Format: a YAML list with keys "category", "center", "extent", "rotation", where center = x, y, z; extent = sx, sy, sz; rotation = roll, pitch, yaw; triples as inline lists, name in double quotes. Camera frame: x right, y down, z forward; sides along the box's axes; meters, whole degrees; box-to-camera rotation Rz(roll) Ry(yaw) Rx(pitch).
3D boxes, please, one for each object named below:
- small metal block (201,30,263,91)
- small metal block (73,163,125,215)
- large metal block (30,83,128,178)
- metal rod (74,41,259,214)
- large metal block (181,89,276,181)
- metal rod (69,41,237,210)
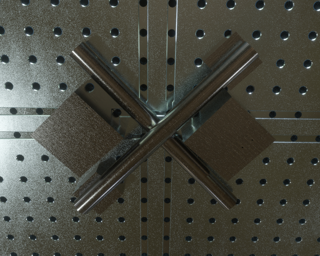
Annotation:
- category: "small metal block"
  center: [0.088, -0.084, 0.384]
  extent: [0.050, 0.025, 0.050]
  rotation: [-42, 105, 14]
- category: "small metal block"
  center: [-0.087, 0.088, 0.445]
  extent: [0.050, 0.025, 0.050]
  rotation: [43, 104, -14]
- category: "large metal block"
  center: [-0.101, 0.002, 0.400]
  extent: [0.080, 0.050, 0.080]
  rotation: [-41, 105, 13]
- category: "metal rod"
  center: [-0.002, 0.009, 0.389]
  extent: [0.299, 0.025, 0.025]
  rotation: [-43, 105, 14]
- category: "large metal block"
  center: [0.086, 0.008, 0.404]
  extent: [0.080, 0.050, 0.080]
  rotation: [41, 105, -14]
- category: "metal rod"
  center: [0.001, 0.007, 0.415]
  extent: [0.025, 0.025, 0.300]
  rotation: [-41, 105, 13]
